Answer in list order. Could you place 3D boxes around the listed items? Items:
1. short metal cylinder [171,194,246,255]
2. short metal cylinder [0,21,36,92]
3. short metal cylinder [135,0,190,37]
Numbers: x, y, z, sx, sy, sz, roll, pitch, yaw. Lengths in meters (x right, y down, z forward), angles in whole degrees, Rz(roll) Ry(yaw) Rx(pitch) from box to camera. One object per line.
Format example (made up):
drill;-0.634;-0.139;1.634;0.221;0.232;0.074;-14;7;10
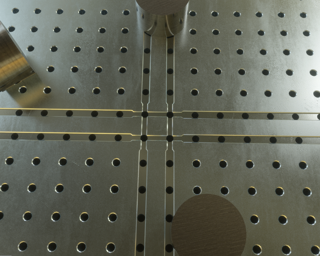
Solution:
short metal cylinder;0.052;0.119;0.355;0.081;0.050;0.080;0;70;0
short metal cylinder;-0.213;-0.096;0.416;0.050;0.080;0.080;-33;74;-11
short metal cylinder;0.004;-0.185;0.466;0.081;0.050;0.080;0;70;0
